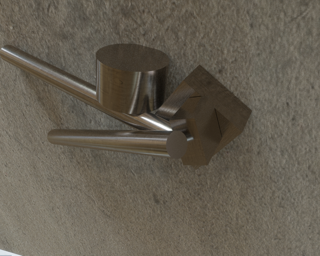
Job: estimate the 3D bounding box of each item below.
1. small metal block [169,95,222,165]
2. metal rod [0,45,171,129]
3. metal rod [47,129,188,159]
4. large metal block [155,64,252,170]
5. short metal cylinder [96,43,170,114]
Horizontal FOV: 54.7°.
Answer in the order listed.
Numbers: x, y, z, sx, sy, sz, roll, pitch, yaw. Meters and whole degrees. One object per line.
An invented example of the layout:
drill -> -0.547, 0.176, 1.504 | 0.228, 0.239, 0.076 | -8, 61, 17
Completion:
small metal block -> 0.037, 0.002, 0.305 | 0.025, 0.050, 0.050 | -4, 117, 30
metal rod -> -0.103, -0.050, 0.393 | 0.300, 0.025, 0.025 | 27, 128, 25
metal rod -> -0.078, 0.014, 0.388 | 0.300, 0.025, 0.025 | 0, 121, 52
large metal block -> 0.044, -0.011, 0.359 | 0.080, 0.050, 0.080 | 42, 130, 0
short metal cylinder -> -0.032, -0.058, 0.354 | 0.080, 0.080, 0.050 | 19, 126, 16
